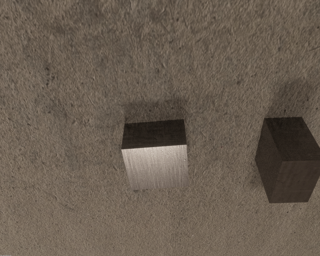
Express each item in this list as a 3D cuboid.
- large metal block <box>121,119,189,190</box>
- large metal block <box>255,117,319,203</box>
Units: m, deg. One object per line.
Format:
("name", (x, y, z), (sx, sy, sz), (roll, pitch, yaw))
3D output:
("large metal block", (-0.004, 0.037, 0.423), (0.080, 0.050, 0.080), (-5, 130, 3))
("large metal block", (0.167, 0.042, 0.409), (0.050, 0.080, 0.079), (-2, 130, 1))
